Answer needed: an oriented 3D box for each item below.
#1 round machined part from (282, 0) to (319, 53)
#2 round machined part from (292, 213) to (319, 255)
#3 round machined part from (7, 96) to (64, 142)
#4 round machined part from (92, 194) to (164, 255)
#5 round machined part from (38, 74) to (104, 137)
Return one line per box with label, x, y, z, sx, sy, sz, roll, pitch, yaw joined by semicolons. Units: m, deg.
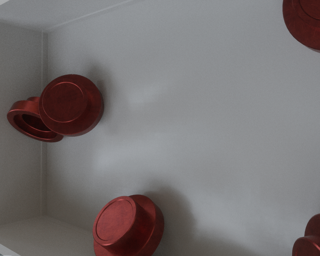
round machined part;0.155;-0.116;0.267;0.098;0.042;0.097;0;90;40
round machined part;0.141;0.117;0.243;0.098;0.042;0.097;172;89;-83
round machined part;-0.210;-0.018;0.544;0.098;0.098;0.042;-17;46;39
round machined part;-0.047;0.128;0.401;0.098;0.042;0.098;-24;36;19
round machined part;-0.140;-0.038;0.479;0.099;0.042;0.098;0;79;3
